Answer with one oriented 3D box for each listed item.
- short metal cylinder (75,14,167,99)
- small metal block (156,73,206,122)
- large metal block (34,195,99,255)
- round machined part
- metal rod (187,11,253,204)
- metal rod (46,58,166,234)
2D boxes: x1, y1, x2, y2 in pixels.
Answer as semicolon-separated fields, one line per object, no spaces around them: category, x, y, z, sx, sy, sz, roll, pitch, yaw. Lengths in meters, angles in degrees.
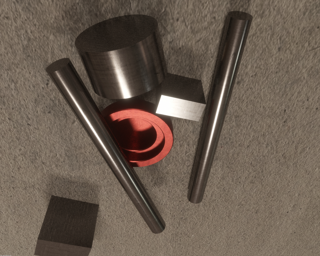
short metal cylinder;-0.037;-0.073;0.309;0.080;0.080;0.050;-9;130;7
small metal block;0.023;-0.037;0.360;0.050;0.050;0.025;11;129;-10
large metal block;-0.151;0.166;0.510;0.081;0.080;0.050;15;128;-13
round machined part;-0.032;0.002;0.397;0.099;0.042;0.097;-1;130;0
metal rod;0.069;0.000;0.408;0.025;0.025;0.298;3;130;-3
metal rod;-0.051;0.047;0.390;0.025;0.025;0.299;-15;129;12
